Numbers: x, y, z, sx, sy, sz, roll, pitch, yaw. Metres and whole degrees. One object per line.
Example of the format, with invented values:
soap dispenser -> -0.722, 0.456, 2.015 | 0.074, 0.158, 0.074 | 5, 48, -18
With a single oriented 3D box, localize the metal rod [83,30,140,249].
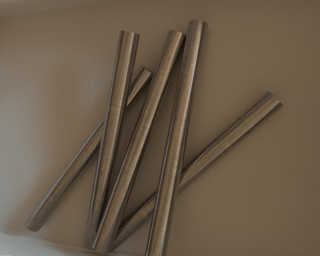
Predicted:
metal rod -> -0.067, 0.025, 0.414 | 0.025, 0.025, 0.298 | 16, 103, 19

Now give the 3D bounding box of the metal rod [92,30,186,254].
metal rod -> -0.027, 0.019, 0.406 | 0.025, 0.025, 0.299 | 20, 91, 19

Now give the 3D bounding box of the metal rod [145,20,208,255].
metal rod -> 0.021, 0.014, 0.383 | 0.025, 0.025, 0.298 | 9, 86, 20

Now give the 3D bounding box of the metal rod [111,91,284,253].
metal rod -> 0.030, 0.065, 0.399 | 0.299, 0.025, 0.025 | -43, 77, 14

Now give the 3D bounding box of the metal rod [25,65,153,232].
metal rod -> -0.106, 0.037, 0.447 | 0.025, 0.025, 0.299 | 42, 103, 15
